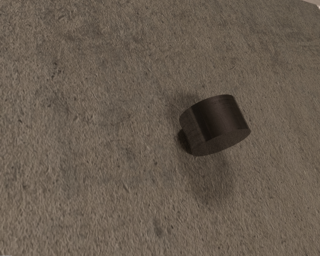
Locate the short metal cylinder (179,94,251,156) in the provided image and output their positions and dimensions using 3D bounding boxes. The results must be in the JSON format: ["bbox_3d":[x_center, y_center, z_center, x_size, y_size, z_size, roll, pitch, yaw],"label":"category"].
[{"bbox_3d":[0.072,-0.002,0.410,0.081,0.080,0.050,-7,66,-32],"label":"short metal cylinder"}]
